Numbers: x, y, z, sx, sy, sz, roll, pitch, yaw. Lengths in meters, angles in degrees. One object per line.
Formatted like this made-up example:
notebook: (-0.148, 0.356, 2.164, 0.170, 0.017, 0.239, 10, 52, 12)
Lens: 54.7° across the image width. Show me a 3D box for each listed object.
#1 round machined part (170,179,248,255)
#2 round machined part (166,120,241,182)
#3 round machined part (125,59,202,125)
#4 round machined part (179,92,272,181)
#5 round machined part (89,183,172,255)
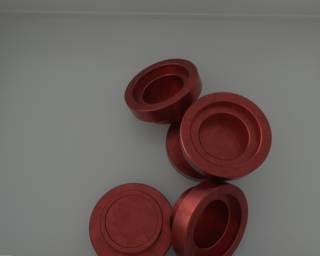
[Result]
round machined part: (0.050, 0.103, 0.345, 0.042, 0.098, 0.098, 16, 63, 51)
round machined part: (0.057, 0.017, 0.395, 0.099, 0.042, 0.098, 0, 70, -1)
round machined part: (0.008, -0.043, 0.401, 0.098, 0.042, 0.098, -15, 43, 15)
round machined part: (0.071, 0.012, 0.353, 0.099, 0.042, 0.098, 0, 70, -1)
round machined part: (-0.031, 0.109, 0.353, 0.099, 0.042, 0.098, 1, 62, -2)
